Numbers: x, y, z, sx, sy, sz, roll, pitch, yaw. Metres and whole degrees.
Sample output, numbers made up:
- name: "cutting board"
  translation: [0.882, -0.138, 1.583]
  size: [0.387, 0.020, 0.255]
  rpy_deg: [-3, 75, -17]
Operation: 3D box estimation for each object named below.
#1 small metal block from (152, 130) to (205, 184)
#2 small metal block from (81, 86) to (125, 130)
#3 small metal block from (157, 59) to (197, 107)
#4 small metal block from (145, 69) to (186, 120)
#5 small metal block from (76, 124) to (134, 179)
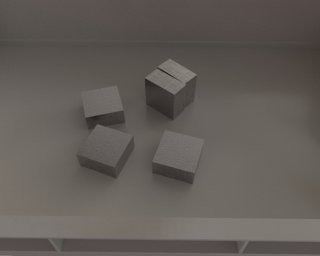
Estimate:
- name: "small metal block"
  translation: [0.023, 0.034, 0.376]
  size: [0.050, 0.025, 0.050]
  rpy_deg: [14, 51, 11]
- name: "small metal block"
  translation: [-0.079, -0.029, 0.429]
  size: [0.050, 0.025, 0.050]
  rpy_deg: [-12, 51, -10]
- name: "small metal block"
  translation: [0.023, -0.062, 0.441]
  size: [0.050, 0.050, 0.025]
  rpy_deg: [36, 59, 26]
- name: "small metal block"
  translation: [0.007, -0.046, 0.427]
  size: [0.050, 0.050, 0.025]
  rpy_deg: [33, 58, 24]
- name: "small metal block"
  translation: [-0.065, 0.028, 0.381]
  size: [0.050, 0.025, 0.050]
  rpy_deg: [17, 52, 14]
